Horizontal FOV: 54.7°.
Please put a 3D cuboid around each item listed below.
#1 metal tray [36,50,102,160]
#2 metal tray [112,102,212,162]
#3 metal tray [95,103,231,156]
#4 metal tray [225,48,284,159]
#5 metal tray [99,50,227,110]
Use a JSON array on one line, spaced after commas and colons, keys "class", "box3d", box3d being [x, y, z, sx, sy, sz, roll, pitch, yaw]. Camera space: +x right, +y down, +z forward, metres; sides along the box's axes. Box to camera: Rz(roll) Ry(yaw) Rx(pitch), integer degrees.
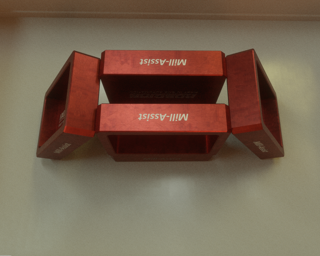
[{"class": "metal tray", "box3d": [-0.109, -0.019, 0.360, 0.030, 0.130, 0.090, 12, 68, -30]}, {"class": "metal tray", "box3d": [0.002, -0.003, 0.407, 0.131, 0.030, 0.090, 0, 70, -1]}, {"class": "metal tray", "box3d": [0.003, 0.005, 0.340, 0.131, 0.090, 0.030, 0, 70, -1]}, {"class": "metal tray", "box3d": [0.114, -0.021, 0.362, 0.030, 0.130, 0.090, -11, 68, 28]}, {"class": "metal tray", "box3d": [0.003, -0.052, 0.360, 0.131, 0.090, 0.030, 0, 70, 0]}]
